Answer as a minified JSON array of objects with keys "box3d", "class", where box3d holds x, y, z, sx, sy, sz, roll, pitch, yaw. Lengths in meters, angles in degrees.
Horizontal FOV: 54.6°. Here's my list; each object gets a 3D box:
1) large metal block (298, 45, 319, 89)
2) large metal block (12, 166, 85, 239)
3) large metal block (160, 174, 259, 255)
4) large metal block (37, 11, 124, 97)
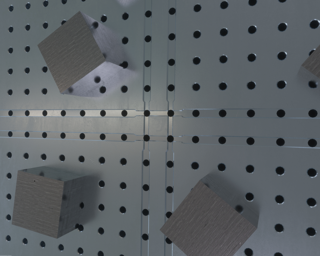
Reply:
[{"box3d":[0.208,-0.069,0.326,0.080,0.050,0.080,42,103,15],"class":"large metal block"},{"box3d":[-0.164,0.106,0.458,0.080,0.050,0.080,9,93,20],"class":"large metal block"},{"box3d":[0.061,0.116,0.378,0.080,0.050,0.080,39,102,15],"class":"large metal block"},{"box3d":[-0.112,-0.101,0.440,0.080,0.050,0.080,-31,80,17],"class":"large metal block"}]
